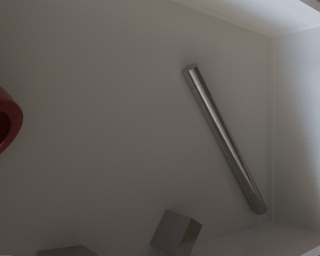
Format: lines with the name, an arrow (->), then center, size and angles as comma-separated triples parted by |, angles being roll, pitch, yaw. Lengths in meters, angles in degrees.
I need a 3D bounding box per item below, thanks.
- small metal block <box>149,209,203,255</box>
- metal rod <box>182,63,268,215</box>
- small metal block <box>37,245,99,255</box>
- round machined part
small metal block -> 0.021, 0.141, 0.410 | 0.025, 0.050, 0.050 | 43, 64, -32
metal rod -> 0.113, 0.031, 0.504 | 0.025, 0.025, 0.299 | -46, 118, -30
small metal block -> -0.092, 0.142, 0.315 | 0.050, 0.050, 0.025 | 8, 85, -40
round machined part -> -0.162, -0.001, 0.237 | 0.042, 0.097, 0.099 | 46, 55, 10
